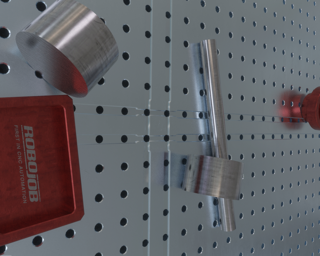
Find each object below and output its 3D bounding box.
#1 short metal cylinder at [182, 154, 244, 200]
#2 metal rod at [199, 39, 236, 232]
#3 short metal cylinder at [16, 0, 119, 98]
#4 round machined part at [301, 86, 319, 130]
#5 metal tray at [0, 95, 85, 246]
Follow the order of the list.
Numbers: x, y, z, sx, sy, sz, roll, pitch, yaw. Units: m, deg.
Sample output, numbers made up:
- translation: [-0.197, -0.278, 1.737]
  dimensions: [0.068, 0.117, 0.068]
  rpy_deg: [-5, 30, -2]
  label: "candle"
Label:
- translation: [0.074, 0.069, 0.436]
  dimensions: [0.081, 0.080, 0.050]
  rpy_deg: [17, 80, -39]
  label: "short metal cylinder"
- translation: [0.091, 0.015, 0.485]
  dimensions: [0.025, 0.025, 0.298]
  rpy_deg: [-13, 98, -39]
  label: "metal rod"
- translation: [-0.088, -0.075, 0.299]
  dimensions: [0.080, 0.080, 0.050]
  rpy_deg: [49, 61, -29]
  label: "short metal cylinder"
- translation: [0.353, -0.044, 0.688]
  dimensions: [0.099, 0.042, 0.097]
  rpy_deg: [-5, 99, -33]
  label: "round machined part"
- translation: [-0.127, 0.035, 0.299]
  dimensions: [0.091, 0.030, 0.129]
  rpy_deg: [-8, 95, -40]
  label: "metal tray"
